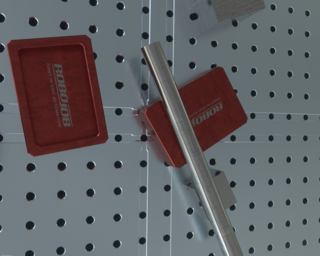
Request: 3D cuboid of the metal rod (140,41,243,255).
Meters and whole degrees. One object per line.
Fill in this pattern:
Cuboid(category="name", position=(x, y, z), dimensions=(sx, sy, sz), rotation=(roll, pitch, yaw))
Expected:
Cuboid(category="metal rod", position=(0.044, 0.037, 0.396), dimensions=(0.025, 0.025, 0.299), rotation=(-25, 99, -18))

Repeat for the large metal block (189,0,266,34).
Cuboid(category="large metal block", position=(0.088, -0.188, 0.431), dimensions=(0.081, 0.050, 0.080), rotation=(-23, 98, -19))

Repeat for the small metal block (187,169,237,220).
Cuboid(category="small metal block", position=(0.074, 0.094, 0.440), dimensions=(0.050, 0.025, 0.050), rotation=(-28, 99, -18))

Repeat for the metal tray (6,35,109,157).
Cuboid(category="metal tray", position=(-0.118, -0.039, 0.366), dimensions=(0.091, 0.030, 0.129), rotation=(-11, 94, -20))

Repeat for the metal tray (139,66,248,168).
Cuboid(category="metal tray", position=(0.048, -0.016, 0.428), dimensions=(0.131, 0.030, 0.090), rotation=(-32, 101, -17))
